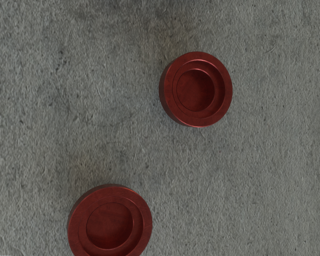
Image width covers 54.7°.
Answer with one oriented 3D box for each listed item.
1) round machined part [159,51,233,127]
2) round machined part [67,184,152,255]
[{"bbox_3d":[0.044,-0.050,0.416,0.099,0.042,0.097,0,90,-20],"label":"round machined part"},{"bbox_3d":[-0.062,0.116,0.377,0.099,0.042,0.097,0,90,-20],"label":"round machined part"}]
